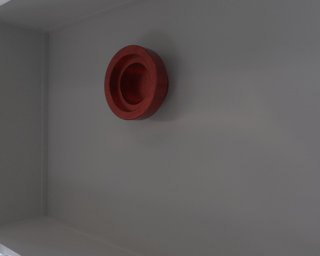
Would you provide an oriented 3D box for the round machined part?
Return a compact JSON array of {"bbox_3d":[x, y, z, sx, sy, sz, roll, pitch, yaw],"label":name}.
[{"bbox_3d":[-0.028,-0.059,0.420,0.098,0.042,0.097,0,90,40],"label":"round machined part"}]
